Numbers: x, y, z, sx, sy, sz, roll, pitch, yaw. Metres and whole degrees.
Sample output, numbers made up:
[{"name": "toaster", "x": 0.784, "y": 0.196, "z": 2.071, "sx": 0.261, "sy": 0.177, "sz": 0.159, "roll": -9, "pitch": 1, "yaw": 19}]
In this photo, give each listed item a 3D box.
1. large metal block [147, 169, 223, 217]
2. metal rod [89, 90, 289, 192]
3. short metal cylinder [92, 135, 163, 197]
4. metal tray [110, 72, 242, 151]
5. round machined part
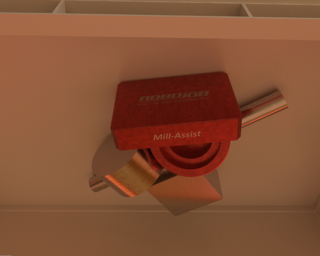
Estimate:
[{"name": "large metal block", "x": 0.035, "y": 0.077, "z": 0.455, "sx": 0.080, "sy": 0.050, "sz": 0.080, "roll": -26, "pitch": 126, "yaw": 20}, {"name": "metal rod", "x": 0.025, "y": 0.026, "z": 0.430, "sx": 0.300, "sy": 0.025, "sz": 0.025, "roll": -26, "pitch": 126, "yaw": 20}, {"name": "short metal cylinder", "x": -0.042, "y": 0.043, "z": 0.407, "sx": 0.080, "sy": 0.080, "sz": 0.050, "roll": -27, "pitch": 125, "yaw": 20}, {"name": "metal tray", "x": 0.016, "y": -0.021, "z": 0.345, "sx": 0.131, "sy": 0.090, "sz": 0.030, "roll": -5, "pitch": 130, "yaw": 3}, {"name": "round machined part", "x": 0.038, "y": 0.008, "z": 0.385, "sx": 0.098, "sy": 0.042, "sz": 0.097, "roll": 4, "pitch": 106, "yaw": 14}]
